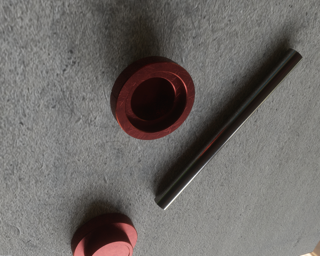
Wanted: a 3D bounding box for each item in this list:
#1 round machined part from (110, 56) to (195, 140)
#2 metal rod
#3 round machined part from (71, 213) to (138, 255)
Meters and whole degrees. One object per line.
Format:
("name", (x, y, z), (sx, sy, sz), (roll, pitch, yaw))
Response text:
("round machined part", (-0.012, -0.038, 0.366), (0.099, 0.042, 0.097), (-14, 124, -21))
("metal rod", (0.098, 0.006, 0.463), (0.299, 0.025, 0.025), (-49, 129, 6))
("round machined part", (-0.079, 0.179, 0.463), (0.099, 0.042, 0.097), (-14, 124, -21))
